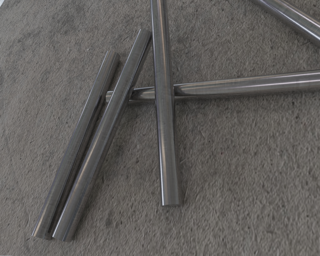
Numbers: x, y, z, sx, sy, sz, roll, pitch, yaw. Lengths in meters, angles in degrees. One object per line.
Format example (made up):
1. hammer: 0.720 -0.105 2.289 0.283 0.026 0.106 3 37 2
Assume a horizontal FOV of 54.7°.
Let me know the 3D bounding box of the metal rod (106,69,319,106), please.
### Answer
1. metal rod: 0.059 -0.049 0.402 0.300 0.025 0.025 -2 61 27

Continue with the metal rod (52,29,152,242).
1. metal rod: -0.071 0.001 0.417 0.025 0.025 0.299 12 75 33

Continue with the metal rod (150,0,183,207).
1. metal rod: 0.005 -0.052 0.400 0.025 0.025 0.299 -12 66 21

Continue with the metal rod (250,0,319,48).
1. metal rod: 0.175 -0.141 0.398 0.025 0.025 0.300 -36 51 5

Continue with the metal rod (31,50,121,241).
1. metal rod: -0.116 0.010 0.458 0.025 0.025 0.300 2 62 29
